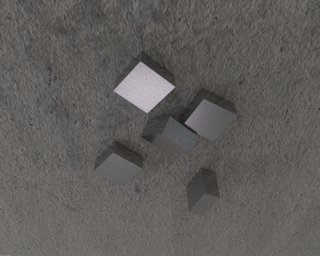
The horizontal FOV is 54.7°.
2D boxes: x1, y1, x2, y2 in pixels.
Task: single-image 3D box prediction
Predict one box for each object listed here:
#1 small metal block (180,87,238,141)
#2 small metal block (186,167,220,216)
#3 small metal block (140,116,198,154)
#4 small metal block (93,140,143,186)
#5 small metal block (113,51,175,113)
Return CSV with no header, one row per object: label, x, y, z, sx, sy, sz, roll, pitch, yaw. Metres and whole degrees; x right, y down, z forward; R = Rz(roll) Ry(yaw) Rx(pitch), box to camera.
small metal block,0.061,-0.016,0.394,0.050,0.025,0.050,23,126,-19
small metal block,0.065,0.097,0.474,0.025,0.050,0.050,19,128,-16
small metal block,0.012,0.011,0.401,0.050,0.025,0.050,35,157,-26
small metal block,-0.060,0.052,0.451,0.050,0.025,0.050,33,123,-25
small metal block,-0.018,-0.053,0.362,0.050,0.025,0.050,33,123,-25
